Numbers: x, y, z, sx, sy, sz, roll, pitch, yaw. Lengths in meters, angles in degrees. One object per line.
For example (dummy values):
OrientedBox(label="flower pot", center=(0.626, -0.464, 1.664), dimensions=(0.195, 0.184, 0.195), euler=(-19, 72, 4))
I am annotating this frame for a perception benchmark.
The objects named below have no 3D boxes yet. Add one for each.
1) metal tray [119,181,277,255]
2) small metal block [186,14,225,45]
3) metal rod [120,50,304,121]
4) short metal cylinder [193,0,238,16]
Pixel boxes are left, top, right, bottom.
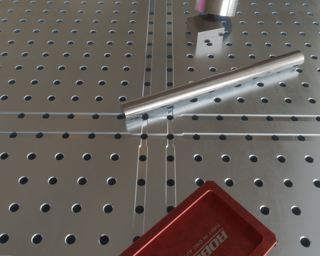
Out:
OrientedBox(label="metal tray", center=(0.036, 0.122, 0.301), dimensions=(0.131, 0.030, 0.090), euler=(-34, 58, -26))
OrientedBox(label="small metal block", center=(0.081, -0.179, 0.559), dimensions=(0.050, 0.025, 0.050), euler=(-14, 52, -12))
OrientedBox(label="metal rod", center=(0.087, -0.068, 0.465), dimensions=(0.302, 0.025, 0.025), euler=(-18, 53, -15))
OrientedBox(label="short metal cylinder", center=(0.106, -0.242, 0.577), dimensions=(0.081, 0.050, 0.080), euler=(7, 27, -4))
